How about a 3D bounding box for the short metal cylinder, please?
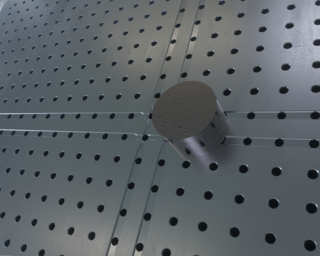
[{"bbox_3d":[0.037,-0.010,0.380,0.080,0.050,0.080,-13,56,21],"label":"short metal cylinder"}]
